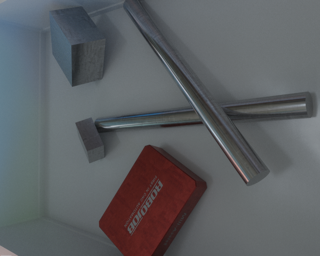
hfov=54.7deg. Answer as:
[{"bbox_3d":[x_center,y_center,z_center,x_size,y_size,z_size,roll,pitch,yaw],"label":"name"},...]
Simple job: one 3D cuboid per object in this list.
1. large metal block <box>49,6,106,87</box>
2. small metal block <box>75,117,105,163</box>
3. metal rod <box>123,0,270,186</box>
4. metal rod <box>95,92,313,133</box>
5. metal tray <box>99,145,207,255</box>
[{"bbox_3d":[-0.126,-0.124,0.472,0.080,0.050,0.079,55,149,25],"label":"large metal block"},{"bbox_3d":[-0.107,0.020,0.476,0.050,0.025,0.050,62,161,21],"label":"small metal block"},{"bbox_3d":[0.025,-0.064,0.360,0.025,0.025,0.299,-50,54,28],"label":"metal rod"},{"bbox_3d":[0.024,-0.013,0.385,0.300,0.025,0.025,-4,87,39],"label":"metal rod"},{"bbox_3d":[-0.012,0.098,0.392,0.090,0.030,0.129,36,97,34],"label":"metal tray"}]
